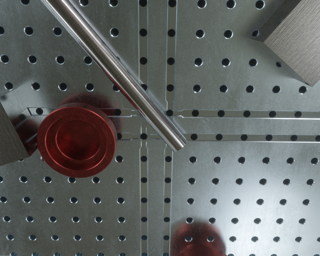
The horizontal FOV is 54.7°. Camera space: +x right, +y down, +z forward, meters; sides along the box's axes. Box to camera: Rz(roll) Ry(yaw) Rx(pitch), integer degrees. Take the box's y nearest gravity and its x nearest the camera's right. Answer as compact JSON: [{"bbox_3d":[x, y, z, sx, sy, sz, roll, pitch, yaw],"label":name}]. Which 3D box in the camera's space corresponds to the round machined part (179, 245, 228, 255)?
[{"bbox_3d":[0.066,0.225,0.488,0.099,0.042,0.097,0,110,0],"label":"round machined part"}]

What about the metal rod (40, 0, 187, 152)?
[{"bbox_3d":[-0.068,-0.085,0.381,0.025,0.025,0.300,-37,106,12],"label":"metal rod"}]

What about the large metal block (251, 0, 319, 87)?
[{"bbox_3d":[0.170,-0.108,0.362,0.080,0.050,0.080,37,106,-13],"label":"large metal block"}]

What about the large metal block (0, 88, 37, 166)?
[{"bbox_3d":[-0.213,0.004,0.399,0.080,0.050,0.080,-17,109,6],"label":"large metal block"}]

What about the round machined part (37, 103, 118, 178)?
[{"bbox_3d":[-0.105,0.013,0.408,0.099,0.042,0.097,0,110,0],"label":"round machined part"}]
